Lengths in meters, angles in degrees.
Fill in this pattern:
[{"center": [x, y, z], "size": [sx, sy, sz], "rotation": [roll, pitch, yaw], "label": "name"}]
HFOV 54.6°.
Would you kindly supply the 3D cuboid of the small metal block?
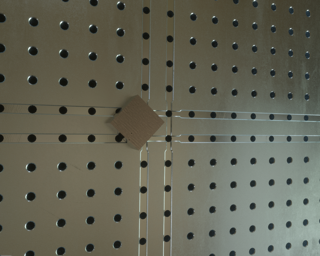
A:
[{"center": [-0.031, -0.007, 0.401], "size": [0.050, 0.025, 0.050], "rotation": [46, 76, -14], "label": "small metal block"}]
